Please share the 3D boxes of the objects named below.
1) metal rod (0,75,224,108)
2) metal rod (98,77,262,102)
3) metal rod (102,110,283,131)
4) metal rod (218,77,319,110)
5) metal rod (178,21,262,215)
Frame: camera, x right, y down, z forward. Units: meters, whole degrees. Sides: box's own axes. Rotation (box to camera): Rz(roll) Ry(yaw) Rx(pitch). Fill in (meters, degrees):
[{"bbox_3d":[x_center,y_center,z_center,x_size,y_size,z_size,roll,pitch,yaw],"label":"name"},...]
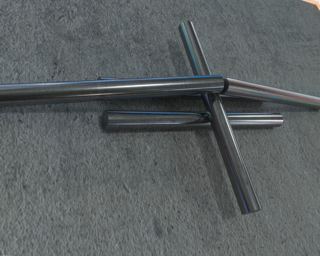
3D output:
[{"bbox_3d":[-0.060,-0.046,0.370,0.303,0.025,0.025,-6,65,-21],"label":"metal rod"},{"bbox_3d":[0.054,-0.055,0.469,0.303,0.025,0.025,-1,62,-29],"label":"metal rod"},{"bbox_3d":[0.065,-0.011,0.449,0.303,0.025,0.025,-1,62,-29],"label":"metal rod"},{"bbox_3d":[0.202,-0.053,0.517,0.302,0.025,0.025,2,60,-39],"label":"metal rod"},{"bbox_3d":[0.076,-0.030,0.435,0.025,0.025,0.299,0,62,-29],"label":"metal rod"}]
